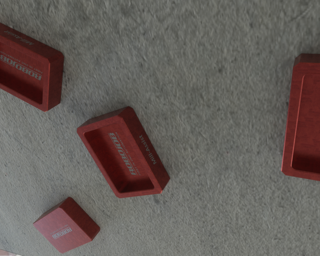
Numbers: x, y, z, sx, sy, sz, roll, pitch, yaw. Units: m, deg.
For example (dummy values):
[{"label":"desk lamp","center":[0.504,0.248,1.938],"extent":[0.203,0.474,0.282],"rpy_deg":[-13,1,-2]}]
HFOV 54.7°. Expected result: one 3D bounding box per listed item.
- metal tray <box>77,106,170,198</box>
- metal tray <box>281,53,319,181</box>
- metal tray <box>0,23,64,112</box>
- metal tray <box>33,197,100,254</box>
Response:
[{"label":"metal tray","center":[-0.053,0.040,0.454],"extent":[0.090,0.030,0.129],"rpy_deg":[-15,111,34]},{"label":"metal tray","center":[0.175,-0.005,0.307],"extent":[0.090,0.030,0.129],"rpy_deg":[8,122,23]},{"label":"metal tray","center":[-0.206,-0.090,0.453],"extent":[0.130,0.030,0.089],"rpy_deg":[27,128,11]},{"label":"metal tray","center":[-0.190,0.199,0.624],"extent":[0.130,0.030,0.090],"rpy_deg":[-35,100,38]}]
